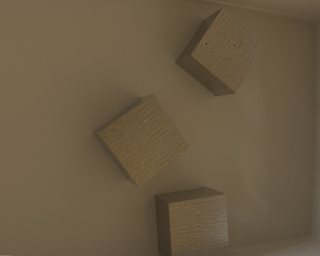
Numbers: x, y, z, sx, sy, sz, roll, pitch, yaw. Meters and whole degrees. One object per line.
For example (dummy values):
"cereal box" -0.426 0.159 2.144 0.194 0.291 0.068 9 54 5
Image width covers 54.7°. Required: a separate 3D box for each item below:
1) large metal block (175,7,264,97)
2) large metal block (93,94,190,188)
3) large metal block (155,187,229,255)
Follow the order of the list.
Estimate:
"large metal block" 0.082 -0.101 0.429 0.080 0.050 0.080 36 78 -17
"large metal block" -0.025 0.014 0.389 0.080 0.050 0.080 -38 103 -16
"large metal block" 0.042 0.128 0.414 0.081 0.050 0.079 -4 92 -20
